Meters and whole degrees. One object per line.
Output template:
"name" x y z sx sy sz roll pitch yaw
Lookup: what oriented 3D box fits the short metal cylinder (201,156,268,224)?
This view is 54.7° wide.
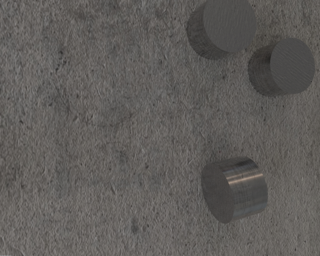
"short metal cylinder" 0.097 0.081 0.416 0.050 0.080 0.080 -10 94 -20

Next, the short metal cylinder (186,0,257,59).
"short metal cylinder" 0.084 -0.139 0.426 0.081 0.050 0.080 0 90 -20

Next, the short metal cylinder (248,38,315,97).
"short metal cylinder" 0.180 -0.088 0.462 0.081 0.050 0.080 0 90 -20
